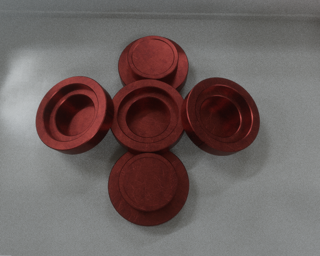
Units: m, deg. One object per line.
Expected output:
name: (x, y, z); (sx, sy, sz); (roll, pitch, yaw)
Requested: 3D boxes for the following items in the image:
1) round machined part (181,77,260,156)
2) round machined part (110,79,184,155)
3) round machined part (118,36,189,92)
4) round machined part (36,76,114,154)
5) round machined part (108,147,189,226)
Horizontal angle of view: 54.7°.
round machined part: (0.072, -0.011, 0.394); (0.099, 0.042, 0.098); (6, 69, -16)
round machined part: (-0.015, -0.011, 0.402); (0.099, 0.042, 0.098); (0, 70, 0)
round machined part: (-0.009, -0.088, 0.431); (0.099, 0.042, 0.098); (0, 70, 0)
round machined part: (-0.103, -0.013, 0.394); (0.098, 0.042, 0.098); (-6, 69, 16)
round machined part: (-0.014, 0.067, 0.374); (0.099, 0.042, 0.098); (0, 70, 0)
